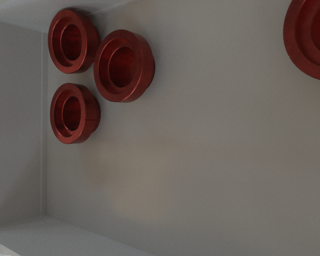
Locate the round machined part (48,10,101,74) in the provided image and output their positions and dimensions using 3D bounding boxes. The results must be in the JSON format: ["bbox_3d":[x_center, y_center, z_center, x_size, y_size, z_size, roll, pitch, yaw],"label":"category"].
[{"bbox_3d":[-0.134,-0.137,0.501,0.098,0.042,0.097,8,104,36],"label":"round machined part"}]

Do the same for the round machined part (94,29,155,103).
[{"bbox_3d":[-0.046,-0.084,0.434,0.098,0.042,0.097,0,90,40],"label":"round machined part"}]

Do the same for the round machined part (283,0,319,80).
[{"bbox_3d":[0.160,-0.086,0.259,0.098,0.042,0.097,3,94,45],"label":"round machined part"}]

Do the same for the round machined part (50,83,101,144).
[{"bbox_3d":[-0.135,-0.023,0.507,0.098,0.042,0.097,0,90,40],"label":"round machined part"}]
